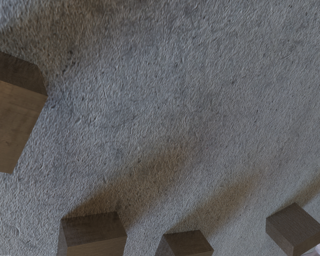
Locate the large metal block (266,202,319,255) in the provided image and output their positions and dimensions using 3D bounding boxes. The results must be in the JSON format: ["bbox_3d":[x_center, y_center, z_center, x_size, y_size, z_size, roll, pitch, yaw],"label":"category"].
[{"bbox_3d":[0.286,0.219,0.662,0.081,0.080,0.050,-23,127,-14],"label":"large metal block"}]

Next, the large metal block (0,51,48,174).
[{"bbox_3d":[-0.147,-0.018,0.279,0.050,0.080,0.080,20,108,-36],"label":"large metal block"}]

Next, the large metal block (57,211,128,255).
[{"bbox_3d":[-0.099,0.172,0.442,0.081,0.050,0.079,0,119,-28],"label":"large metal block"}]

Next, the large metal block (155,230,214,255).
[{"bbox_3d":[0.039,0.235,0.557,0.081,0.050,0.079,4,116,-30],"label":"large metal block"}]
